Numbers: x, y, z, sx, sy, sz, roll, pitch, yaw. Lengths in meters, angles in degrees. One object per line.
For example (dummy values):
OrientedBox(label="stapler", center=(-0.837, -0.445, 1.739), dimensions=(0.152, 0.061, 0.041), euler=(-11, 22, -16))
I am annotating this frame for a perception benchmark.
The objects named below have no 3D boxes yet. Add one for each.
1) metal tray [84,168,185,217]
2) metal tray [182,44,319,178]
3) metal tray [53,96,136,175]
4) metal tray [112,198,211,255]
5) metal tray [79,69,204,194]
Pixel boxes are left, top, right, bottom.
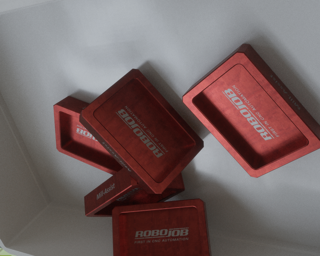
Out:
OrientedBox(label="metal tray", center=(-0.039, 0.095, 0.447), dimensions=(0.091, 0.030, 0.129), euler=(14, 142, -38))
OrientedBox(label="metal tray", center=(0.100, -0.015, 0.342), dimensions=(0.130, 0.030, 0.090), euler=(47, 129, -6))
OrientedBox(label="metal tray", center=(-0.094, 0.015, 0.462), dimensions=(0.130, 0.030, 0.089), euler=(20, 126, 15))
OrientedBox(label="metal tray", center=(0.001, 0.150, 0.429), dimensions=(0.131, 0.030, 0.090), euler=(-8, 73, 11))
OrientedBox(label="metal tray", center=(-0.020, 0.004, 0.376), dimensions=(0.130, 0.090, 0.030), euler=(48, 157, -6))
